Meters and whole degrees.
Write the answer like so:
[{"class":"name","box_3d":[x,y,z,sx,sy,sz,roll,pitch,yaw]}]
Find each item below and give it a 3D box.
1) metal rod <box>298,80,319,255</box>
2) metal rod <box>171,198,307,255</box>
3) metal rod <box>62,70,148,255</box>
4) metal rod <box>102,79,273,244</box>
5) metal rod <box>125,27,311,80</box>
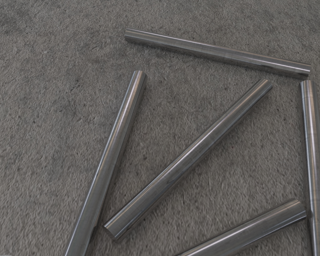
[{"class":"metal rod","box_3d":[0.181,0.051,0.361,0.025,0.025,0.300,11,51,9]},{"class":"metal rod","box_3d":[0.010,0.135,0.289,0.302,0.025,0.025,-19,53,-16]},{"class":"metal rod","box_3d":[-0.059,0.036,0.372,0.025,0.025,0.300,8,50,7]},{"class":"metal rod","box_3d":[0.052,0.023,0.383,0.025,0.025,0.302,35,58,26]},{"class":"metal rod","box_3d":[0.086,-0.125,0.508,0.301,0.025,0.025,15,52,12]}]
